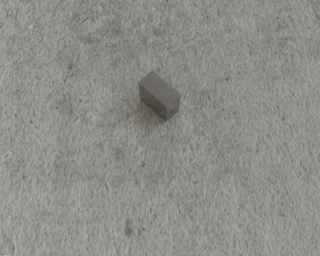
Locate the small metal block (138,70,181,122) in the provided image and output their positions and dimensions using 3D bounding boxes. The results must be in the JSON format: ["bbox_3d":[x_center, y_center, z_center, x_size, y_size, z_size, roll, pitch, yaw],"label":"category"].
[{"bbox_3d":[-0.001,-0.041,0.410,0.050,0.050,0.025,42,75,13],"label":"small metal block"}]
